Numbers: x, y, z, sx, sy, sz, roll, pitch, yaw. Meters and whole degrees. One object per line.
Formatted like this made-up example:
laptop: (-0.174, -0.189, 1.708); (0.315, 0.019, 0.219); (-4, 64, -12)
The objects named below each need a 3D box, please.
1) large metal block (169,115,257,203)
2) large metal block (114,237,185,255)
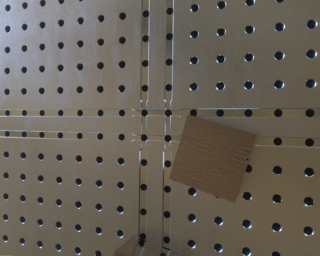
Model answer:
large metal block: (0.066, 0.034, 0.376); (0.080, 0.050, 0.080); (18, 96, 18)
large metal block: (-0.019, 0.202, 0.405); (0.080, 0.050, 0.079); (12, 94, 19)
